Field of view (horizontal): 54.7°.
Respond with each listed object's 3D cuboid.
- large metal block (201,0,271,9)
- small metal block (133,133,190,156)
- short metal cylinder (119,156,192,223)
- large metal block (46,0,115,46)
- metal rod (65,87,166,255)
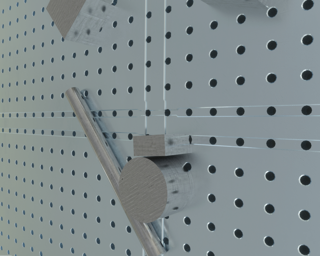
[{"bbox_3d":[0.080,-0.177,0.326,0.080,0.050,0.079,23,104,37],"label":"large metal block"},{"bbox_3d":[0.002,0.021,0.389,0.050,0.050,0.025,-5,87,39],"label":"small metal block"},{"bbox_3d":[-0.006,0.075,0.397,0.080,0.050,0.079,0,90,39],"label":"short metal cylinder"},{"bbox_3d":[-0.129,-0.194,0.497,0.080,0.050,0.080,-48,62,29],"label":"large metal block"},{"bbox_3d":[-0.076,0.054,0.469,0.025,0.025,0.299,-47,62,29],"label":"metal rod"}]
